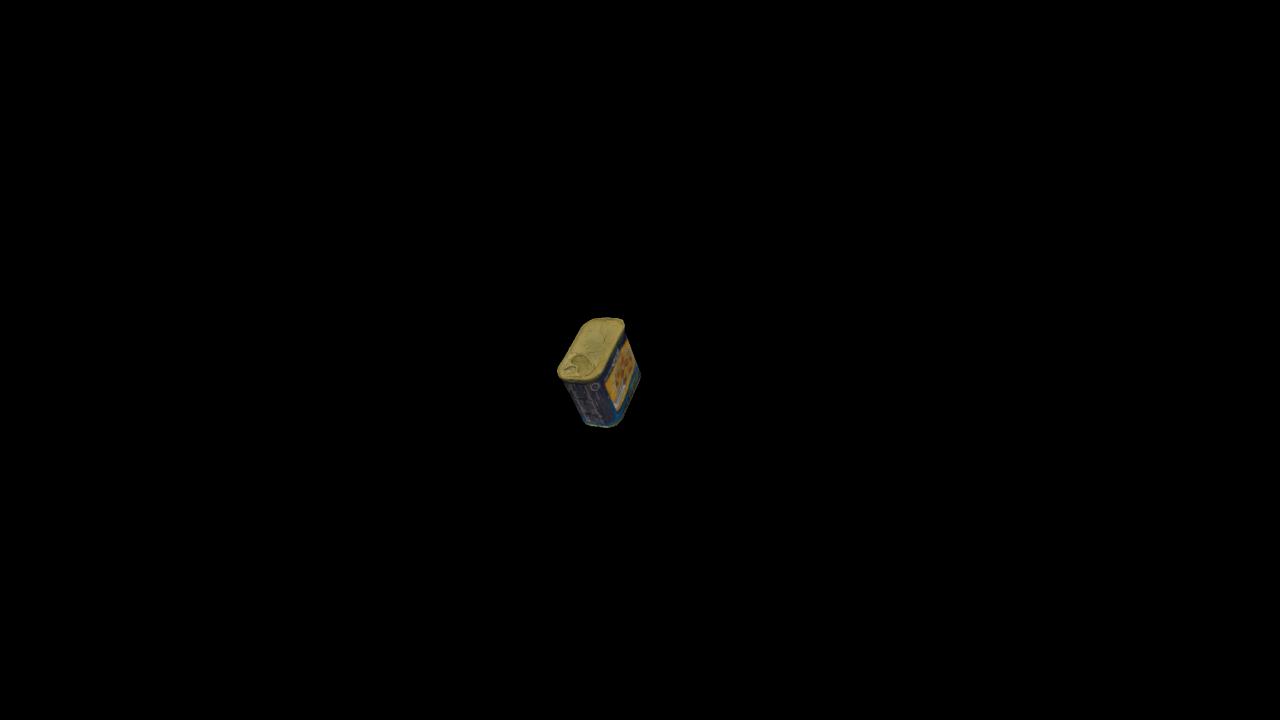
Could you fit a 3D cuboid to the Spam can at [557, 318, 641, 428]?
[{"bbox_3d":[-0.043,0.015,0.718,0.058,0.085,0.101,3,46,25],"label":"Spam can"}]
